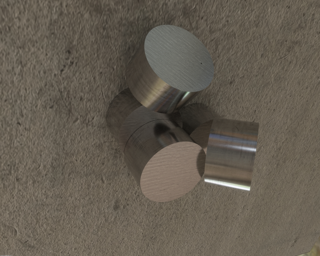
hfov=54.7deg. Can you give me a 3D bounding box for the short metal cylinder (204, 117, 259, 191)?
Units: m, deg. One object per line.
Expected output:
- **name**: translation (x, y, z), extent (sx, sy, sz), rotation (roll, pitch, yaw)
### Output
- **short metal cylinder**: translation (0.085, 0.030, 0.366), extent (0.050, 0.080, 0.079), rotation (8, 124, 16)

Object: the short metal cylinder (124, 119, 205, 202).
- **short metal cylinder**: translation (0.005, 0.037, 0.354), extent (0.081, 0.050, 0.079), rotation (-14, 125, -21)

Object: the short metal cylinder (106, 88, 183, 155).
- **short metal cylinder**: translation (-0.020, -0.006, 0.379), extent (0.081, 0.050, 0.079), rotation (-14, 125, -21)

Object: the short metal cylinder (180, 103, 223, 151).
- **short metal cylinder**: translation (0.055, 0.011, 0.430), extent (0.081, 0.050, 0.079), rotation (-14, 125, -21)

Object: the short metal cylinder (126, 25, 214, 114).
- **short metal cylinder**: translation (0.010, -0.062, 0.333), extent (0.081, 0.080, 0.050), rotation (0, 157, -29)
